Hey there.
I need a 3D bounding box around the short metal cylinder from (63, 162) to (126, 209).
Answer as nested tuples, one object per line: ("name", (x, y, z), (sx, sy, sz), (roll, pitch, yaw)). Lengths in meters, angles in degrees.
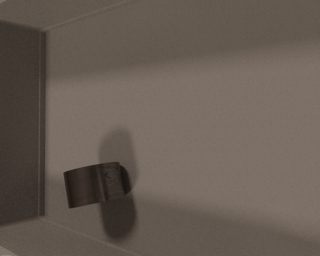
("short metal cylinder", (-0.094, 0.082, 0.446), (0.080, 0.081, 0.050), (-20, 78, 38))
